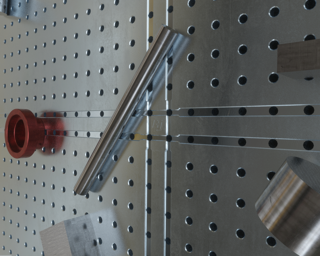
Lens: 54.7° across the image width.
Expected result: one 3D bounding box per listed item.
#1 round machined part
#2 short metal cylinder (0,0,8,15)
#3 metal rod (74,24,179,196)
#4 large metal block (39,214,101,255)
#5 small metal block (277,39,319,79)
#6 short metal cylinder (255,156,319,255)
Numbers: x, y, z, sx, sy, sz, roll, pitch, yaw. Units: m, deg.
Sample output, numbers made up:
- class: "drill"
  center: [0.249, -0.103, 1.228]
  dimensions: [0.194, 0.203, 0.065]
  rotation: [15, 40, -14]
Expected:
- class: "round machined part"
  center: [-0.268, 0.011, 0.620]
  dimensions: [0.098, 0.042, 0.097]
  rotation: [0, 90, 40]
- class: "short metal cylinder"
  center: [-0.384, -0.288, 0.691]
  dimensions: [0.080, 0.081, 0.050]
  rotation: [14, 99, 39]
- class: "metal rod"
  center: [-0.059, -0.012, 0.458]
  dimensions: [0.025, 0.025, 0.298]
  rotation: [47, 118, 30]
- class: "large metal block"
  center: [-0.150, 0.198, 0.518]
  dimensions: [0.080, 0.050, 0.080]
  rotation: [-31, 71, 36]
- class: "small metal block"
  center: [0.139, -0.061, 0.278]
  dimensions: [0.050, 0.050, 0.025]
  rotation: [2, 91, 40]
- class: "short metal cylinder"
  center: [0.131, 0.068, 0.265]
  dimensions: [0.080, 0.081, 0.050]
  rotation: [41, 115, 32]
